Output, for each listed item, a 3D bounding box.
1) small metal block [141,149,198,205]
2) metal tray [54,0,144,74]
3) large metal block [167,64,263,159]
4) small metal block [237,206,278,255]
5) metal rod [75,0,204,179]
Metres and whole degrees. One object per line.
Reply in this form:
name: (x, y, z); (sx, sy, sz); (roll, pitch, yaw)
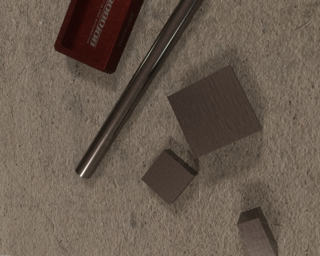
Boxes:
small metal block: (0.013, 0.063, 0.404); (0.050, 0.025, 0.050); (40, 102, 15)
metal tray: (-0.085, -0.152, 0.434); (0.090, 0.030, 0.129); (26, 98, 17)
large metal block: (0.067, -0.018, 0.372); (0.080, 0.050, 0.080); (-26, 82, 17)
small metal block: (0.113, 0.124, 0.356); (0.025, 0.050, 0.050); (-25, 82, 18)
metal rod: (-0.030, -0.057, 0.418); (0.025, 0.025, 0.299); (37, 101, 16)
